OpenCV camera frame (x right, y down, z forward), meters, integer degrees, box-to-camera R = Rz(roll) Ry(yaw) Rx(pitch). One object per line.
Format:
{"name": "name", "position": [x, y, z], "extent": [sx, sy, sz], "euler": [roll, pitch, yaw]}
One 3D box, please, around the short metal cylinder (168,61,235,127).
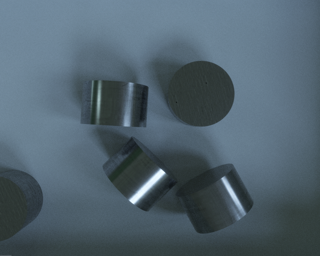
{"name": "short metal cylinder", "position": [0.050, -0.042, 0.399], "extent": [0.081, 0.050, 0.080], "euler": [0, 90, 0]}

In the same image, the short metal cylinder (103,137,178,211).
{"name": "short metal cylinder", "position": [-0.024, 0.056, 0.384], "extent": [0.080, 0.080, 0.050], "euler": [45, 90, 0]}

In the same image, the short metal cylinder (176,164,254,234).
{"name": "short metal cylinder", "position": [0.067, 0.086, 0.384], "extent": [0.080, 0.080, 0.050], "euler": [-29, 90, 0]}

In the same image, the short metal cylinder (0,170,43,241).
{"name": "short metal cylinder", "position": [-0.200, 0.097, 0.397], "extent": [0.081, 0.050, 0.080], "euler": [0, 90, 0]}

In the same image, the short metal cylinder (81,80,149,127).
{"name": "short metal cylinder", "position": [-0.056, -0.028, 0.383], "extent": [0.080, 0.080, 0.050], "euler": [3, 90, 0]}
